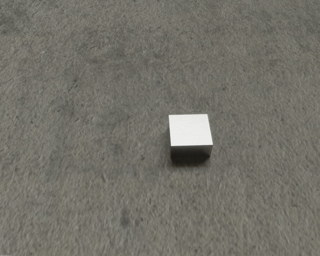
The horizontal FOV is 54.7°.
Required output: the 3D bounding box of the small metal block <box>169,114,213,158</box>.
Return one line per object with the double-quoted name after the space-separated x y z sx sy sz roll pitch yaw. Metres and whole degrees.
0.037 0.010 0.396 0.050 0.025 0.050 -1 50 -2 "small metal block"
